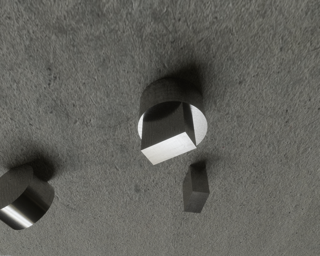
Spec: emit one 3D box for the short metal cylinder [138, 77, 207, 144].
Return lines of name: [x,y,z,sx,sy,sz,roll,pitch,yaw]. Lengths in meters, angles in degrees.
short metal cylinder: [0.015,-0.015,0.378,0.081,0.050,0.079,0,130,0]

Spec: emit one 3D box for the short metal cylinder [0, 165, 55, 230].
short metal cylinder: [-0.205,0.101,0.455,0.080,0.080,0.050,-19,128,15]

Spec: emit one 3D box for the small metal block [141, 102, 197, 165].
small metal block: [0.009,0.005,0.330,0.050,0.050,0.025,-24,126,19]

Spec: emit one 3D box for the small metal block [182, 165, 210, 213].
small metal block: [0.053,0.093,0.471,0.025,0.050,0.050,8,130,-7]
